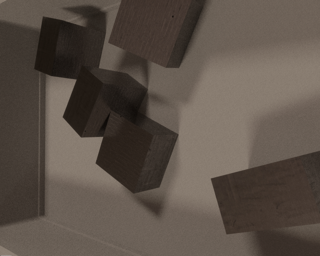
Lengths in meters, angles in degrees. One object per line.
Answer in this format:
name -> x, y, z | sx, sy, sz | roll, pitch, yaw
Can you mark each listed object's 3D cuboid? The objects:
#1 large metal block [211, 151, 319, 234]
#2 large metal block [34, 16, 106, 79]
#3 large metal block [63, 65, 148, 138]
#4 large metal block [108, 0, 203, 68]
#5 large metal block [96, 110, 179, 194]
large metal block -> 0.107, 0.057, 0.282 | 0.080, 0.081, 0.050 | -23, 76, 37
large metal block -> -0.139, -0.120, 0.483 | 0.050, 0.081, 0.079 | 23, 105, 37
large metal block -> -0.076, -0.035, 0.431 | 0.050, 0.081, 0.079 | 41, 114, 32
large metal block -> -0.005, -0.126, 0.377 | 0.080, 0.050, 0.079 | 26, 108, 15
large metal block -> -0.033, 0.029, 0.415 | 0.080, 0.050, 0.079 | 30, 108, 35
